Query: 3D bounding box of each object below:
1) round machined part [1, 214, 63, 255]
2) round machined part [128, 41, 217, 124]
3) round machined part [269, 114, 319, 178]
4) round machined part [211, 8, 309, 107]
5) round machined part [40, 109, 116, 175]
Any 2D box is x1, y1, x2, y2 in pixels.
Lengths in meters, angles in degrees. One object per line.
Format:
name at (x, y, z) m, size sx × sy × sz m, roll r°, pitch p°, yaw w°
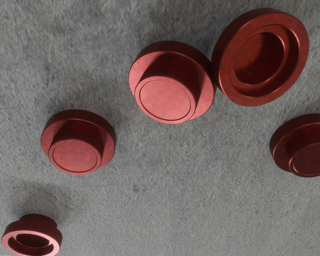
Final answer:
round machined part at (-0.225, 0.191, 0.555) m, size 0.099 × 0.042 × 0.097 m, roll -1°, pitch 130°, yaw 0°
round machined part at (0.011, -0.043, 0.342) m, size 0.098 × 0.042 × 0.097 m, roll 12°, pitch 138°, yaw 11°
round machined part at (0.206, 0.031, 0.426) m, size 0.099 × 0.042 × 0.097 m, roll -1°, pitch 130°, yaw 0°
round machined part at (0.098, -0.075, 0.323) m, size 0.099 × 0.042 × 0.097 m, roll -9°, pitch 124°, yaw -13°
round machined part at (-0.110, 0.026, 0.417) m, size 0.099 × 0.042 × 0.097 m, roll -1°, pitch 130°, yaw 0°
